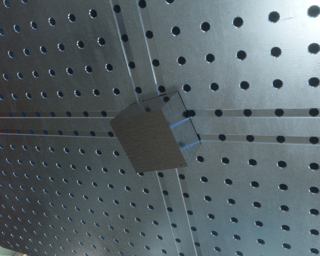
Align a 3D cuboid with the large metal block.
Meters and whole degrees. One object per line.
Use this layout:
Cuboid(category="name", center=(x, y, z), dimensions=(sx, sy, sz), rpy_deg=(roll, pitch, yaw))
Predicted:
Cuboid(category="large metal block", center=(-0.005, 0.008, 0.402), dimensions=(0.080, 0.050, 0.080), rpy_deg=(-13, 112, 33))
